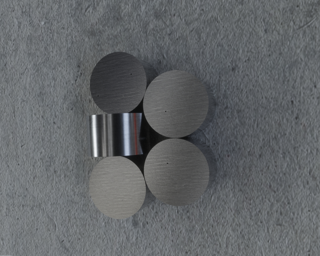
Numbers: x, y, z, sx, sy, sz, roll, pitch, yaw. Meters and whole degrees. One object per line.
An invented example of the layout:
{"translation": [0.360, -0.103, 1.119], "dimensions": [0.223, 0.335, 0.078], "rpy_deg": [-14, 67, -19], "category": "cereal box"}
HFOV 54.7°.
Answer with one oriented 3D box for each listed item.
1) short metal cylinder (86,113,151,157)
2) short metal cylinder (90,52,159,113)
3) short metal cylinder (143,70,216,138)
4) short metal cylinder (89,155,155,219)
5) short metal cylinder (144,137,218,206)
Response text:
{"translation": [-0.053, 0.008, 0.400], "dimensions": [0.080, 0.080, 0.050], "rpy_deg": [-3, 89, 20], "category": "short metal cylinder"}
{"translation": [-0.045, -0.056, 0.413], "dimensions": [0.080, 0.050, 0.080], "rpy_deg": [0, 90, 21], "category": "short metal cylinder"}
{"translation": [0.026, -0.028, 0.387], "dimensions": [0.080, 0.050, 0.080], "rpy_deg": [0, 91, 20], "category": "short metal cylinder"}
{"translation": [-0.046, 0.074, 0.413], "dimensions": [0.080, 0.050, 0.080], "rpy_deg": [0, 90, 21], "category": "short metal cylinder"}
{"translation": [0.027, 0.052, 0.387], "dimensions": [0.080, 0.050, 0.080], "rpy_deg": [0, 91, 21], "category": "short metal cylinder"}
